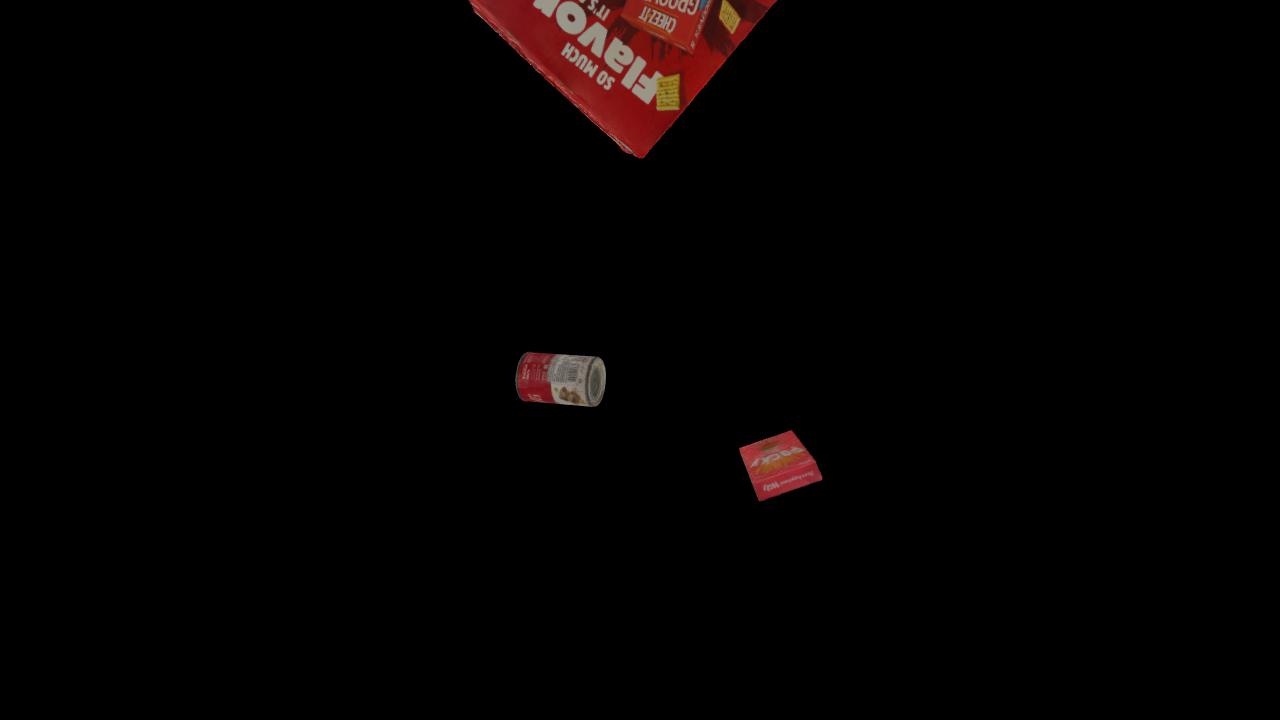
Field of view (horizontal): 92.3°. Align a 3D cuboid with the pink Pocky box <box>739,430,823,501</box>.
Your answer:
[{"bbox_3d":[0.185,0.138,0.828,0.084,0.029,0.155,-20,7,6],"label":"pink Pocky box"}]

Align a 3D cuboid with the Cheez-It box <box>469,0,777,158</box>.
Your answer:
[{"bbox_3d":[0.009,-0.288,0.446,0.166,0.223,0.071,37,10,-21],"label":"Cheez-It box"}]

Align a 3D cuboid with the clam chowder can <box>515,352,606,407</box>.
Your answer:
[{"bbox_3d":[-0.103,0.025,0.813,0.102,0.068,0.068,3,1,17],"label":"clam chowder can"}]
